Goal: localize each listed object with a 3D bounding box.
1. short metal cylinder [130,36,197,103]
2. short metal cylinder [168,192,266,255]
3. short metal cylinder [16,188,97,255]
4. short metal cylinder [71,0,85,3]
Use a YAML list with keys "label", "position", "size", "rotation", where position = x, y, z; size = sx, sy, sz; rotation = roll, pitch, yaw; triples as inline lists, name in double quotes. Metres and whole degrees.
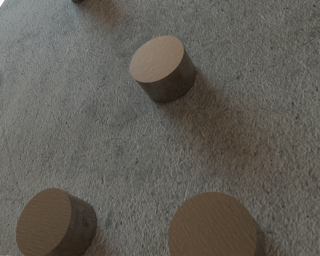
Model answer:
- label: "short metal cylinder"
  position: [0.005, -0.082, 0.436]
  size: [0.080, 0.050, 0.080]
  rotation: [-13, 56, 21]
- label: "short metal cylinder"
  position: [0.055, 0.107, 0.293]
  size: [0.080, 0.050, 0.080]
  rotation: [-13, 56, 21]
- label: "short metal cylinder"
  position: [-0.126, 0.120, 0.381]
  size: [0.080, 0.050, 0.080]
  rotation: [-13, 56, 21]
- label: "short metal cylinder"
  position: [-0.179, -0.325, 0.682]
  size: [0.080, 0.050, 0.080]
  rotation: [-13, 56, 21]
